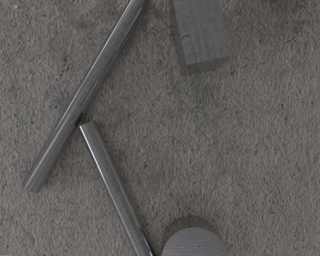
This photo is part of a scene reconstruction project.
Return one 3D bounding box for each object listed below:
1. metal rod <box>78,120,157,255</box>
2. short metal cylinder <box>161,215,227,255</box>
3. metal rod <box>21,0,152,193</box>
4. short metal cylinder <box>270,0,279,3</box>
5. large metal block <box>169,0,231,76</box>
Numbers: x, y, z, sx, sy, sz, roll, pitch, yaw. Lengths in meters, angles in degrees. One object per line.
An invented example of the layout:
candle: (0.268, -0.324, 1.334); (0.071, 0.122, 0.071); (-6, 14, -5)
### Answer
metal rod: (-0.035, 0.131, 0.409); (0.025, 0.025, 0.299); (-24, 90, 0)
short metal cylinder: (0.042, 0.159, 0.398); (0.081, 0.050, 0.079); (0, 90, 0)
metal rod: (-0.096, -0.050, 0.408); (0.025, 0.025, 0.299); (30, 90, 0)
short metal cylinder: (0.152, -0.204, 0.383); (0.050, 0.080, 0.080); (39, 90, 0)
large metal block: (0.046, -0.114, 0.383); (0.050, 0.080, 0.080); (-12, 90, 0)
